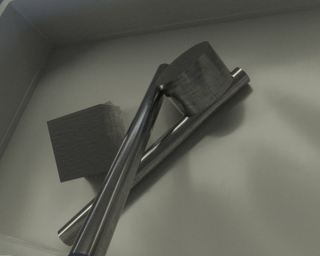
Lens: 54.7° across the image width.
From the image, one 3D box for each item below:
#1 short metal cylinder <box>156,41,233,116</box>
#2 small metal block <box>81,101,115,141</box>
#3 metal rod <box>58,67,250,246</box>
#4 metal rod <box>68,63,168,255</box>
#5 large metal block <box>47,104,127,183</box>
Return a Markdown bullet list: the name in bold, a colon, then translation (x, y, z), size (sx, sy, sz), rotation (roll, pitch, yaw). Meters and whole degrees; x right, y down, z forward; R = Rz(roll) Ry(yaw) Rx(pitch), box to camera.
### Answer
- **short metal cylinder**: translation (0.042, -0.061, 0.382), size (0.080, 0.050, 0.080), rotation (-36, 20, 16)
- **small metal block**: translation (-0.087, -0.005, 0.453), size (0.050, 0.025, 0.050), rotation (-20, 54, 16)
- **metal rod**: translation (-0.006, 0.034, 0.386), size (0.300, 0.025, 0.025), rotation (-43, 51, -2)
- **metal rod**: translation (-0.023, 0.006, 0.337), size (0.025, 0.025, 0.301), rotation (-11, 33, 22)
- **large metal block**: translation (-0.089, 0.020, 0.402), size (0.080, 0.050, 0.080), rotation (-16, 85, 19)
